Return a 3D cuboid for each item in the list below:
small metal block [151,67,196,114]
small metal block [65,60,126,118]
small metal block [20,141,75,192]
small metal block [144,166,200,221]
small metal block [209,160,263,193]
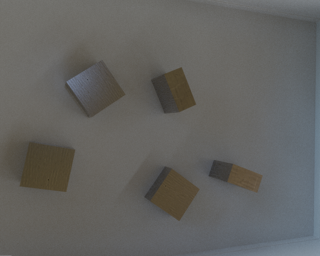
[{"bbox_3d":[0.017,-0.047,0.403,0.025,0.050,0.050,-25,99,-18],"label":"small metal block"},{"bbox_3d":[-0.079,-0.047,0.381,0.050,0.025,0.050,-37,102,-16],"label":"small metal block"},{"bbox_3d":[-0.131,0.045,0.362,0.050,0.025,0.050,12,86,-20],"label":"small metal block"},{"bbox_3d":[0.016,0.088,0.417,0.050,0.025,0.050,38,78,-16],"label":"small metal block"},{"bbox_3d":[0.105,0.067,0.436,0.050,0.050,0.025,22,83,-19],"label":"small metal block"}]
